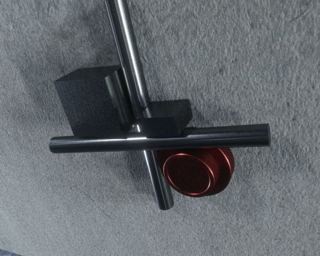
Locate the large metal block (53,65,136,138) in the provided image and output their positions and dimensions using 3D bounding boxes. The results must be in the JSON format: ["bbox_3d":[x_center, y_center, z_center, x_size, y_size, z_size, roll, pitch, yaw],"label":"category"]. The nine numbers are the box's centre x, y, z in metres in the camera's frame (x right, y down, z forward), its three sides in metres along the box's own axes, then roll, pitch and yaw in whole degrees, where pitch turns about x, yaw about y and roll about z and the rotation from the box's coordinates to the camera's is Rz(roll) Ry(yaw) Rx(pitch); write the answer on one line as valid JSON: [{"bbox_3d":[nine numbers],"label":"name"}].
[{"bbox_3d":[-0.080,-0.035,0.410,0.080,0.050,0.079,1,119,27],"label":"large metal block"}]

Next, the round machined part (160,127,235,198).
[{"bbox_3d":[0.044,0.051,0.404,0.098,0.042,0.097,13,124,20],"label":"round machined part"}]

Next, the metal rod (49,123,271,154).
[{"bbox_3d":[-0.019,0.016,0.395,0.301,0.025,0.025,-4,117,25],"label":"metal rod"}]

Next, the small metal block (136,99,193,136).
[{"bbox_3d":[0.007,-0.013,0.379,0.050,0.050,0.025,-1,118,28],"label":"small metal block"}]

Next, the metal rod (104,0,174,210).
[{"bbox_3d":[-0.021,-0.013,0.409,0.025,0.025,0.298,1,119,27],"label":"metal rod"}]
